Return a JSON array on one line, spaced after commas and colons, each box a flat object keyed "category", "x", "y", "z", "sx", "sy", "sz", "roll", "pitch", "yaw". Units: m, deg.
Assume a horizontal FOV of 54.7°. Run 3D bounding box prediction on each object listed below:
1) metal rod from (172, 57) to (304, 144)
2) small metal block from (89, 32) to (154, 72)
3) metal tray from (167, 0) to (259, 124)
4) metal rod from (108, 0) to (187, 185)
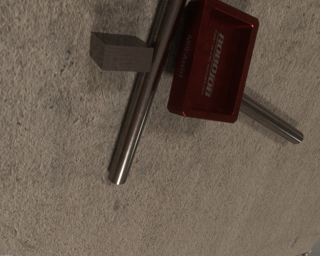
[{"category": "metal rod", "x": 0.134, "y": -0.031, "z": 0.463, "sx": 0.302, "sy": 0.025, "sz": 0.025, "roll": 24, "pitch": 106, "yaw": -37}, {"category": "small metal block", "x": -0.041, "y": -0.079, "z": 0.320, "sx": 0.050, "sy": 0.050, "sz": 0.025, "roll": -3, "pitch": 120, "yaw": -27}, {"category": "metal tray", "x": 0.064, "y": -0.075, "z": 0.366, "sx": 0.091, "sy": 0.030, "sz": 0.129, "roll": 6, "pitch": 99, "yaw": -36}, {"category": "metal rod", "x": -0.012, "y": -0.061, "z": 0.363, "sx": 0.025, "sy": 0.025, "sz": 0.298, "roll": 6, "pitch": 116, "yaw": -31}]
